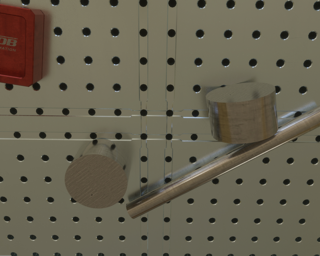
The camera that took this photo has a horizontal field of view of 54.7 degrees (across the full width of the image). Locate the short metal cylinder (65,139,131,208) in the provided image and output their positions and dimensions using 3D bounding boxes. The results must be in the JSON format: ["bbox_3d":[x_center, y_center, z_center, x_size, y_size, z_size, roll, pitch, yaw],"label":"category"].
[{"bbox_3d":[-0.082,0.061,0.422,0.081,0.050,0.079,0,110,0],"label":"short metal cylinder"}]

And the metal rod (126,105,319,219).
[{"bbox_3d":[0.087,0.052,0.432,0.300,0.025,0.025,-29,108,10],"label":"metal rod"}]

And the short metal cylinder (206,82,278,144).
[{"bbox_3d":[0.100,-0.020,0.377,0.080,0.080,0.050,-10,110,4],"label":"short metal cylinder"}]

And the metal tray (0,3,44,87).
[{"bbox_3d":[-0.211,-0.105,0.369,0.131,0.030,0.089,9,110,-4],"label":"metal tray"}]
